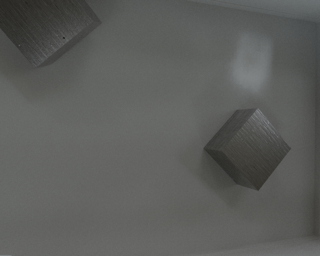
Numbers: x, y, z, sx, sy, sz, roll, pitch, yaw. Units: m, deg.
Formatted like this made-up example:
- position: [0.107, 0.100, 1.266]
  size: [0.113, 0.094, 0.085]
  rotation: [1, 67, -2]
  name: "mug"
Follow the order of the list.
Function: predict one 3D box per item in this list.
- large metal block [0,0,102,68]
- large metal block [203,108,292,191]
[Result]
- position: [-0.124, -0.123, 0.335]
  size: [0.080, 0.050, 0.080]
  rotation: [-36, 103, 10]
  name: "large metal block"
- position: [0.125, 0.029, 0.443]
  size: [0.080, 0.050, 0.080]
  rotation: [46, 76, -14]
  name: "large metal block"
